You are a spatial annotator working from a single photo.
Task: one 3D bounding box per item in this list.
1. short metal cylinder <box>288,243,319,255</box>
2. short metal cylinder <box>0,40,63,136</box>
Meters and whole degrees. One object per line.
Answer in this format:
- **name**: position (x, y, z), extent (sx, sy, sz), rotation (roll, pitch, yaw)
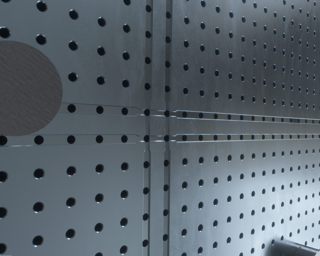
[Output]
- **short metal cylinder**: position (0.310, 0.291, 0.652), extent (0.081, 0.050, 0.079), rotation (0, 90, -40)
- **short metal cylinder**: position (-0.137, -0.033, 0.278), extent (0.081, 0.050, 0.079), rotation (0, 90, -40)
